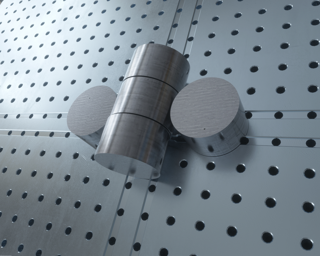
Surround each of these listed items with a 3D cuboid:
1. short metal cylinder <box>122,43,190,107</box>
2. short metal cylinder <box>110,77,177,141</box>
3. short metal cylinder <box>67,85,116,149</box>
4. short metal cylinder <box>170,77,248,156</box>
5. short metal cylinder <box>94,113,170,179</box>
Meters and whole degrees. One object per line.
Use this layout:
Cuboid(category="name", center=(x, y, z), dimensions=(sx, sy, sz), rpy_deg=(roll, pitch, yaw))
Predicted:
Cuboid(category="short metal cylinder", center=(-0.005, -0.067, 0.414), dimensions=(0.080, 0.080, 0.050), rpy_deg=(3, 63, 29))
Cuboid(category="short metal cylinder", center=(-0.018, -0.021, 0.393), dimensions=(0.080, 0.080, 0.050), rpy_deg=(2, 63, 29))
Cuboid(category="short metal cylinder", center=(-0.084, -0.014, 0.442), dimensions=(0.080, 0.050, 0.080), rpy_deg=(-13, 56, 20))
Cuboid(category="short metal cylinder", center=(0.059, -0.013, 0.367), dimensions=(0.080, 0.050, 0.080), rpy_deg=(-13, 56, 20))
Cuboid(category="short metal cylinder", center=(-0.033, 0.024, 0.373), dimensions=(0.080, 0.080, 0.050), rpy_deg=(1, 63, 28))
